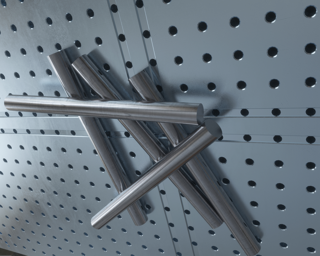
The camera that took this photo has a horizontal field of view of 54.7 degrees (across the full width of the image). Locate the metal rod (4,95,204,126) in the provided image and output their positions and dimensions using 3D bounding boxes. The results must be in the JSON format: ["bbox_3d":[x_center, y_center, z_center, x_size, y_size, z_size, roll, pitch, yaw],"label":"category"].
[{"bbox_3d":[-0.091,-0.027,0.408,0.301,0.025,0.025,5,121,25],"label":"metal rod"}]

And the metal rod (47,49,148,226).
[{"bbox_3d":[-0.087,0.027,0.471,0.025,0.025,0.299,-10,114,32],"label":"metal rod"}]

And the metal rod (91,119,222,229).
[{"bbox_3d":[-0.023,0.081,0.439,0.025,0.025,0.299,44,129,-3],"label":"metal rod"}]

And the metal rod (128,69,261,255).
[{"bbox_3d":[0.052,0.054,0.416,0.025,0.025,0.299,-25,105,36],"label":"metal rod"}]

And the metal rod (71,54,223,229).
[{"bbox_3d":[-0.012,0.023,0.430,0.025,0.025,0.300,-34,100,38],"label":"metal rod"}]
